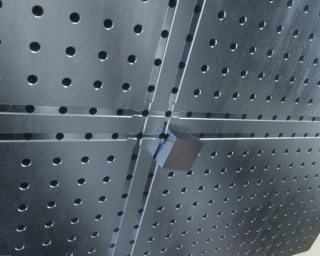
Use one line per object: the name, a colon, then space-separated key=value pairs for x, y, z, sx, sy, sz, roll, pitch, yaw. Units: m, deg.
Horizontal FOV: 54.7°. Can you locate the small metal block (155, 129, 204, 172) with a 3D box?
small metal block: x=0.028 y=0.033 z=0.449 sx=0.050 sy=0.025 sz=0.050 roll=12 pitch=112 yaw=-34
